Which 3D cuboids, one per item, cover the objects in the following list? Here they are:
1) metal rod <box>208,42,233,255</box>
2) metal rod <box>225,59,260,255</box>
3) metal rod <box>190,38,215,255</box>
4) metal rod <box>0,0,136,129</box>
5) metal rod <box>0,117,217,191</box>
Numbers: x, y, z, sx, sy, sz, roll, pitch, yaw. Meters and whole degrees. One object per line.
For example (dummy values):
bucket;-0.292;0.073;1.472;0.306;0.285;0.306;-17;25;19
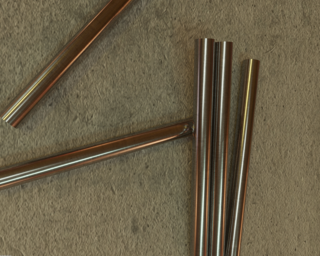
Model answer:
metal rod;0.080;0.038;0.417;0.025;0.025;0.298;-3;99;-20
metal rod;0.118;0.050;0.452;0.025;0.025;0.298;7;88;-20
metal rod;0.055;0.038;0.407;0.025;0.025;0.298;-3;99;-20
metal rod;-0.079;-0.122;0.379;0.025;0.025;0.300;42;77;-15
metal rod;-0.050;0.023;0.390;0.302;0.025;0.025;-15;95;-20
